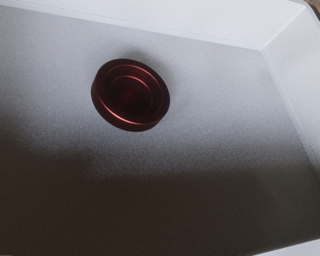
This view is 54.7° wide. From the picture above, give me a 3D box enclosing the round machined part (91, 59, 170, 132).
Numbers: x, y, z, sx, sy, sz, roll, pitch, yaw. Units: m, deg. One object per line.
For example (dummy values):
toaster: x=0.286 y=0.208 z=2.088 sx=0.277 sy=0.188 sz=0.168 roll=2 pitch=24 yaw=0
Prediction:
round machined part: x=-0.040 y=-0.037 z=0.397 sx=0.099 sy=0.042 sz=0.098 roll=14 pitch=56 yaw=-21
